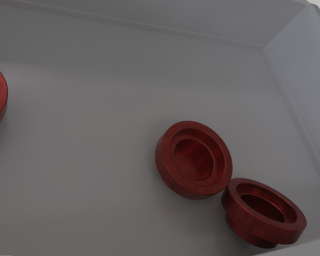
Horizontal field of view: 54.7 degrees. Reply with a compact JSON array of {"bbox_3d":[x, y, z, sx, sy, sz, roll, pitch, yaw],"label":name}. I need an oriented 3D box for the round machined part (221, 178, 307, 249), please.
[{"bbox_3d":[0.119,0.106,0.375,0.099,0.042,0.098,18,19,-6],"label":"round machined part"}]

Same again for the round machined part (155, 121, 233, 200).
[{"bbox_3d":[0.038,0.043,0.389,0.099,0.042,0.098,14,56,-21],"label":"round machined part"}]

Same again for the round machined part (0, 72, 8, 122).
[{"bbox_3d":[-0.204,-0.027,0.301,0.099,0.042,0.098,14,56,-21],"label":"round machined part"}]
